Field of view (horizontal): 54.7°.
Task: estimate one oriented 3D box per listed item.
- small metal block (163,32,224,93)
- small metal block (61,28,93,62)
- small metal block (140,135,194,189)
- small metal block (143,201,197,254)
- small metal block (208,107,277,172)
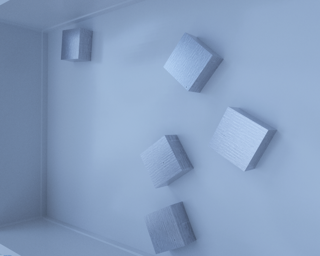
[{"bbox_3d":[0.039,-0.078,0.374,0.050,0.025,0.050,49,119,28],"label":"small metal block"},{"bbox_3d":[-0.141,-0.139,0.524,0.050,0.025,0.050,8,95,39],"label":"small metal block"},{"bbox_3d":[0.008,0.043,0.400,0.050,0.025,0.050,-40,66,33],"label":"small metal block"},{"bbox_3d":[0.012,0.128,0.397,0.050,0.025,0.050,-32,70,35],"label":"small metal block"},{"bbox_3d":[0.088,0.011,0.334,0.050,0.025,0.050,37,113,34],"label":"small metal block"}]
